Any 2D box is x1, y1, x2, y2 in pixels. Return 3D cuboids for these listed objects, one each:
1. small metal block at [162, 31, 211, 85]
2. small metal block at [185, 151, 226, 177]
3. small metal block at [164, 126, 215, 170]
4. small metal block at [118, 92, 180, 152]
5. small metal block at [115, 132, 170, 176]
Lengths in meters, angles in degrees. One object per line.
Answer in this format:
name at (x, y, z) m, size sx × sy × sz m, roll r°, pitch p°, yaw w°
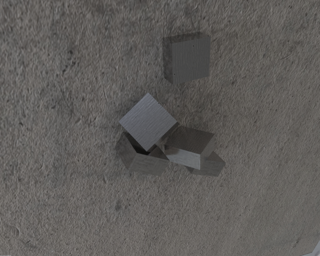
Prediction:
small metal block at (0.032, -0.084, 0.372) m, size 0.050 × 0.025 × 0.050 m, roll -16°, pitch 125°, yaw -19°
small metal block at (0.058, 0.044, 0.449) m, size 0.050 × 0.050 × 0.025 m, roll 12°, pitch 113°, yaw -34°
small metal block at (0.040, 0.025, 0.415) m, size 0.050 × 0.050 × 0.025 m, roll -46°, pitch 141°, yaw -46°
small metal block at (-0.013, -0.006, 0.377) m, size 0.050 × 0.050 × 0.025 m, roll -45°, pitch 168°, yaw 2°
small metal block at (-0.024, 0.034, 0.398) m, size 0.050 × 0.050 × 0.025 m, roll 17°, pitch 110°, yaw -35°
